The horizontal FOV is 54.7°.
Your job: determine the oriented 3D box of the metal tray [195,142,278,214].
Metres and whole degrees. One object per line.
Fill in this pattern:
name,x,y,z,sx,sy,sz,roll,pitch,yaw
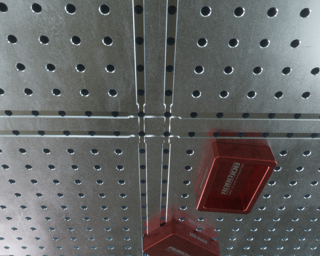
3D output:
metal tray,0.112,0.082,0.479,0.091,0.030,0.129,6,130,-6

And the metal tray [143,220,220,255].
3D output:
metal tray,0.043,0.235,0.609,0.130,0.030,0.090,35,122,-26
